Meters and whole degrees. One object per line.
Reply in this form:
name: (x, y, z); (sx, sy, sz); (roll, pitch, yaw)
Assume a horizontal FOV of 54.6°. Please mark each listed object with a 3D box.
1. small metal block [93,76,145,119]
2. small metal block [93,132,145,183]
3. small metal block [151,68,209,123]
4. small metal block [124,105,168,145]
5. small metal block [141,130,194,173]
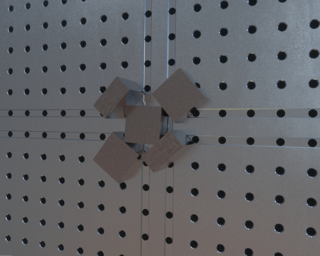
small metal block: (-0.054, -0.039, 0.418); (0.025, 0.050, 0.050); (45, 105, 14)
small metal block: (-0.056, 0.040, 0.433); (0.050, 0.025, 0.050); (40, 102, 15)
small metal block: (0.026, -0.041, 0.403); (0.050, 0.025, 0.050); (-42, 77, 15)
small metal block: (-0.018, -0.004, 0.419); (0.050, 0.025, 0.050); (4, 90, 21)
small metal block: (0.011, 0.028, 0.396); (0.050, 0.050, 0.025); (-44, 76, 15)
